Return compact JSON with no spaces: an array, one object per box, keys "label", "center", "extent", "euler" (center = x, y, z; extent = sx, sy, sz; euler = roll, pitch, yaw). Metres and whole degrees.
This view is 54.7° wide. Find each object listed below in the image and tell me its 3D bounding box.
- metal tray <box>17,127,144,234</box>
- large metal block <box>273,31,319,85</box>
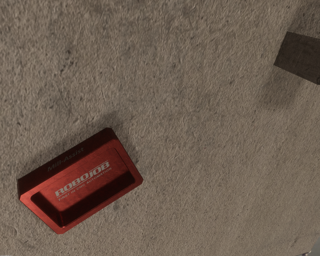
[{"label":"metal tray","center":[-0.096,0.068,0.394],"extent":[0.131,0.030,0.090],"euler":[-32,129,-8]},{"label":"large metal block","center":[0.227,-0.096,0.438],"extent":[0.081,0.080,0.050],"euler":[0,118,-29]}]
